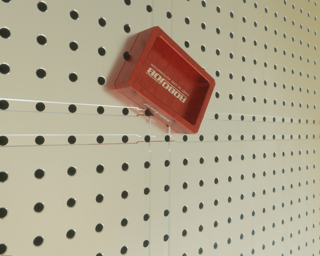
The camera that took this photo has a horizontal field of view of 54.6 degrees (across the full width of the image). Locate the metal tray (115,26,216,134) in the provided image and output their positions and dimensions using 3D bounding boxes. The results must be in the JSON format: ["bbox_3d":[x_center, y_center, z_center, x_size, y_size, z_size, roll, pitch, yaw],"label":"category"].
[{"bbox_3d":[0.013,-0.059,0.415,0.130,0.030,0.090,34,69,-35],"label":"metal tray"}]
